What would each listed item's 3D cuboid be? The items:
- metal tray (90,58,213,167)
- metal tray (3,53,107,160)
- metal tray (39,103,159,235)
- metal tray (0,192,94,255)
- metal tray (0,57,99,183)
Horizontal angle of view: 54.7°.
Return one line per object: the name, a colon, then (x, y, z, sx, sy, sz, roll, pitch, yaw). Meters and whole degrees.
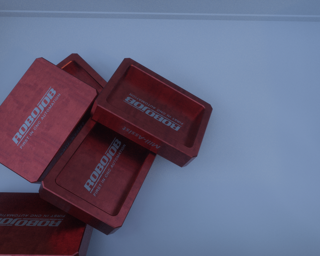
metal tray: (-0.006, -0.021, 0.381, 0.130, 0.030, 0.090, 29, 52, -6)
metal tray: (-0.133, -0.029, 0.415, 0.130, 0.030, 0.090, -42, 76, -14)
metal tray: (-0.061, 0.041, 0.354, 0.090, 0.030, 0.130, 32, 50, -6)
metal tray: (-0.143, 0.111, 0.338, 0.131, 0.030, 0.090, 1, 28, 0)
metal tray: (-0.144, -0.010, 0.375, 0.090, 0.030, 0.130, 31, 79, 6)
